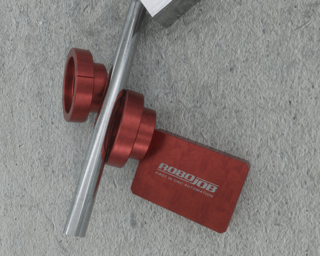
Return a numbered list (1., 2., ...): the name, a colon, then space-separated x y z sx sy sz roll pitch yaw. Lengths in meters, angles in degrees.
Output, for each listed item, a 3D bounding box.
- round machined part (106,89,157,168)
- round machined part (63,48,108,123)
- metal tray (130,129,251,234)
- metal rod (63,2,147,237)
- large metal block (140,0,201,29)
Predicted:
1. round machined part: -0.036 0.004 0.391 0.042 0.098 0.097 17 97 -14
2. round machined part: -0.101 -0.055 0.416 0.098 0.042 0.097 -12 77 62
3. metal tray: 0.037 0.063 0.393 0.130 0.030 0.089 20 97 18
4. metal rod: -0.062 -0.022 0.382 0.025 0.025 0.299 8 74 19
5. large metal block: 0.009 -0.189 0.392 0.080 0.050 0.080 -36 79 16
